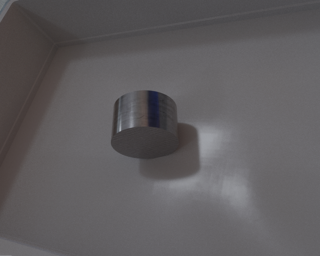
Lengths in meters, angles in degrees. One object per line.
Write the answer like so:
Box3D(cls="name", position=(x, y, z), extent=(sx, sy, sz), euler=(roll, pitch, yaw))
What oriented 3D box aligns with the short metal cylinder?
Box3D(cls="short metal cylinder", position=(-0.018, -0.002, 0.382), extent=(0.080, 0.080, 0.050), euler=(-14, 56, 20))
